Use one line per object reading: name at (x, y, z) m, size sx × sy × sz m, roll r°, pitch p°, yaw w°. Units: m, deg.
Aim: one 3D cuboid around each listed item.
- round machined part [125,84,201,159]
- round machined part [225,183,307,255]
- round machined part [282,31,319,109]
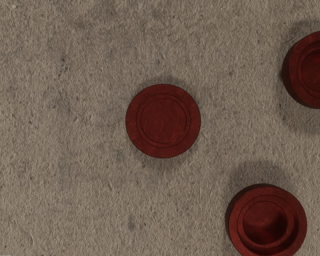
round machined part at (0.004, -0.009, 0.402) m, size 0.099 × 0.042 × 0.097 m, roll 0°, pitch 90°, yaw -1°
round machined part at (0.133, 0.120, 0.403) m, size 0.099 × 0.042 × 0.097 m, roll 0°, pitch 90°, yaw -1°
round machined part at (0.208, -0.073, 0.404) m, size 0.099 × 0.042 × 0.097 m, roll 0°, pitch 90°, yaw -1°
